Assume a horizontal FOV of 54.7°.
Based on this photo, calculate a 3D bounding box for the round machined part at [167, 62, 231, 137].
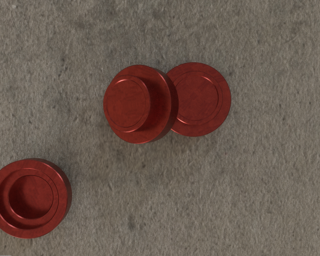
[{"bbox_3d":[0.044,-0.037,0.402,0.099,0.042,0.097,0,90,-1],"label":"round machined part"}]

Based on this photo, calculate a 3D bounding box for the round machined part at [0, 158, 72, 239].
[{"bbox_3d":[-0.163,0.087,0.399,0.099,0.042,0.097,0,90,-1],"label":"round machined part"}]

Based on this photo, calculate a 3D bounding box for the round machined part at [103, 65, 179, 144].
[{"bbox_3d":[-0.030,-0.029,0.380,0.098,0.042,0.097,1,91,30],"label":"round machined part"}]
